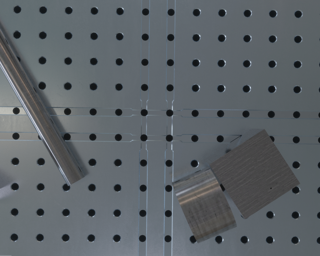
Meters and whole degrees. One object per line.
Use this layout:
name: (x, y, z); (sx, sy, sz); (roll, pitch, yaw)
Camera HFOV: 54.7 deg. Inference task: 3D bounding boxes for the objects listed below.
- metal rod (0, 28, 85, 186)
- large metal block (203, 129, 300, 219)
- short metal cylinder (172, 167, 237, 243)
metal rod: (-0.185, -0.059, 0.411); (0.025, 0.025, 0.299); (-30, 90, 0)
large metal block: (0.115, 0.056, 0.402); (0.080, 0.050, 0.080); (-33, 90, 0)
short metal cylinder: (0.054, 0.095, 0.386); (0.050, 0.080, 0.080); (-24, 90, 0)
